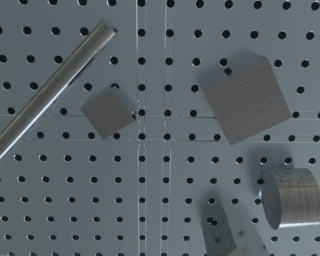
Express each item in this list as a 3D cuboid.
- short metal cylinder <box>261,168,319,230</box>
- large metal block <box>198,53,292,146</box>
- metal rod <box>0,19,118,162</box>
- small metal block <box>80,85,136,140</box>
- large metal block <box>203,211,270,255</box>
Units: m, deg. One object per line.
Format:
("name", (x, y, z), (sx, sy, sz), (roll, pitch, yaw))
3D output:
("short metal cylinder", (0.176, 0.096, 0.422), (0.050, 0.080, 0.079), (-4, 110, 1))
("large metal block", (0.104, -0.037, 0.388), (0.080, 0.050, 0.080), (-27, 108, 9))
("metal rod", (-0.166, -0.021, 0.403), (0.299, 0.025, 0.025), (-43, 105, 14))
("small metal block", (-0.066, -0.021, 0.405), (0.050, 0.025, 0.050), (-30, 108, 10))
("large metal block", (0.114, 0.182, 0.453), (0.080, 0.080, 0.050), (37, 106, -13))
